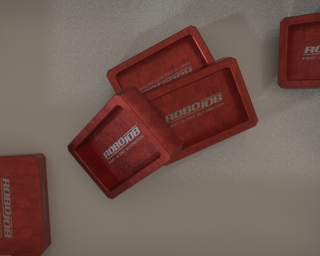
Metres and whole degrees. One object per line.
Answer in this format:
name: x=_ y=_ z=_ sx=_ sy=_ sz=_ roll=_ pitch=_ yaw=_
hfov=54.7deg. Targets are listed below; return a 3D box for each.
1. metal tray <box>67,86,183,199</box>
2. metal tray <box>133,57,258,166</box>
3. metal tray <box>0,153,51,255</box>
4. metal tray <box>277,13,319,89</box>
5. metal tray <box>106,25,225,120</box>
metal tray: x=-0.047 y=0.022 z=0.370 sx=0.090 sy=0.030 sz=0.129 roll=50 pitch=129 yaw=-1
metal tray: x=0.043 y=-0.021 z=0.380 sx=0.131 sy=0.030 sz=0.090 roll=-24 pitch=103 yaw=-2
metal tray: x=-0.197 y=0.101 z=0.406 sx=0.091 sy=0.030 sz=0.129 roll=-4 pitch=90 yaw=-1
metal tray: x=0.215 y=-0.094 z=0.374 sx=0.130 sy=0.030 sz=0.089 roll=4 pitch=94 yaw=35
metal tray: x=0.008 y=-0.063 z=0.408 sx=0.130 sy=0.030 sz=0.090 roll=-29 pitch=90 yaw=-1
